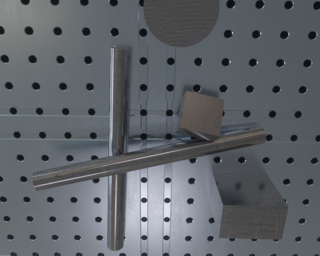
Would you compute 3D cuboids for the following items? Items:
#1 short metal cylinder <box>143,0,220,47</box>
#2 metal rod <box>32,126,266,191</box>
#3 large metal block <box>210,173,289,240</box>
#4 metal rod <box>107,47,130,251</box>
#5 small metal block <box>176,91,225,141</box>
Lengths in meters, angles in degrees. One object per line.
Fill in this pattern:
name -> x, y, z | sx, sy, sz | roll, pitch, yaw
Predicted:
short metal cylinder -> 0.023, -0.135, 0.350 | 0.081, 0.050, 0.079 | 0, 110, 0
metal rod -> -0.010, 0.038, 0.406 | 0.302, 0.025, 0.025 | -11, 110, -5
large metal block -> 0.116, 0.104, 0.424 | 0.081, 0.080, 0.050 | 2, 110, -1
metal rod -> -0.059, 0.042, 0.428 | 0.025, 0.025, 0.298 | 4, 110, -2
small metal block -> 0.051, -0.015, 0.395 | 0.050, 0.025, 0.050 | 13, 71, -5
